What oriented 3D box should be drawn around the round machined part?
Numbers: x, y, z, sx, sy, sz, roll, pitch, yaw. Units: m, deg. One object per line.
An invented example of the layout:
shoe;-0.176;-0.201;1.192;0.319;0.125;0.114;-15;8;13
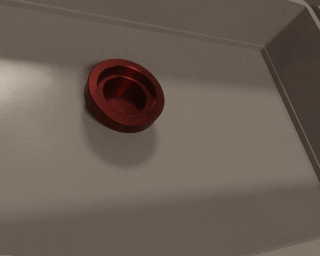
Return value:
round machined part;-0.047;-0.036;0.393;0.099;0.042;0.098;14;56;-21
